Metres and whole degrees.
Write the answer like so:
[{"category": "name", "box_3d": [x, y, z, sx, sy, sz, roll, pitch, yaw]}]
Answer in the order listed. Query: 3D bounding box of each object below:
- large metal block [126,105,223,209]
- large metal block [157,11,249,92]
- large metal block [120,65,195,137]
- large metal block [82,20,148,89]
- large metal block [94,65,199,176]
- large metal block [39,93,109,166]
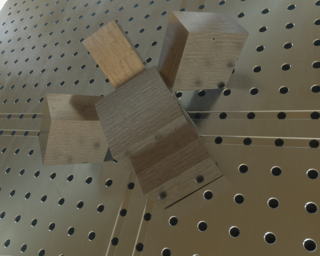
[{"category": "large metal block", "box_3d": [0.014, 0.034, 0.364, 0.080, 0.050, 0.080, -31, 50, 7]}, {"category": "large metal block", "box_3d": [0.050, -0.094, 0.385, 0.081, 0.080, 0.050, -7, 47, -24]}, {"category": "large metal block", "box_3d": [-0.013, -0.023, 0.415, 0.080, 0.050, 0.080, -33, 51, 6]}, {"category": "large metal block", "box_3d": [-0.059, -0.104, 0.449, 0.050, 0.080, 0.080, -33, 12, 7]}, {"category": "large metal block", "box_3d": [-0.016, -0.008, 0.341, 0.080, 0.050, 0.080, -32, 52, 6]}, {"category": "large metal block", "box_3d": [-0.111, 0.003, 0.411, 0.050, 0.081, 0.080, 62, 140, 39]}]
